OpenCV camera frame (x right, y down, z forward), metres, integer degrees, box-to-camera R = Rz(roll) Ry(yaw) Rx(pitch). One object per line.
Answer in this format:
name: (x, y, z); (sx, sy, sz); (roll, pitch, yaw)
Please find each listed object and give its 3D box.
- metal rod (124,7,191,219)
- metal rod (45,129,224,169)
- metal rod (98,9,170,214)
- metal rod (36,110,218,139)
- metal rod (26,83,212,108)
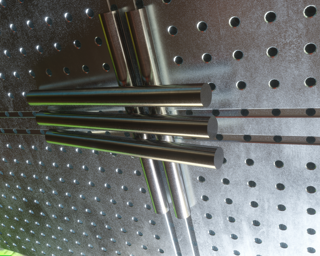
metal rod: (0.003, -0.001, 0.408); (0.025, 0.025, 0.298); (1, 119, 27)
metal rod: (-0.057, 0.023, 0.427); (0.300, 0.025, 0.025); (5, 121, 35)
metal rod: (-0.028, -0.004, 0.422); (0.025, 0.025, 0.298); (1, 119, 27)
metal rod: (-0.067, -0.008, 0.413); (0.300, 0.025, 0.025); (4, 121, 35)
metal rod: (-0.076, -0.040, 0.398); (0.300, 0.025, 0.025); (3, 120, 35)
